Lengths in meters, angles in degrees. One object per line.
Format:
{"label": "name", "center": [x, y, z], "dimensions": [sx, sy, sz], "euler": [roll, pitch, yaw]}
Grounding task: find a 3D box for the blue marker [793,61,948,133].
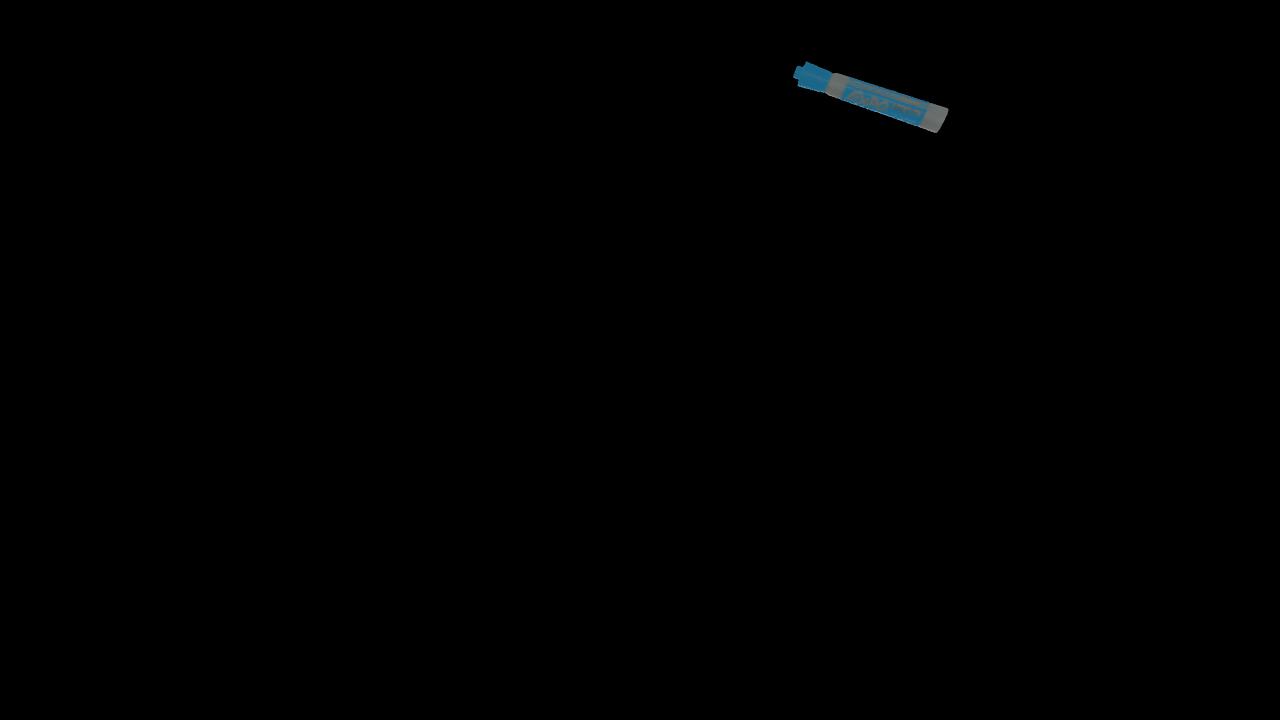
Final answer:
{"label": "blue marker", "center": [0.179, -0.208, 0.485], "dimensions": [0.121, 0.020, 0.020], "euler": [23, 3, 8]}
